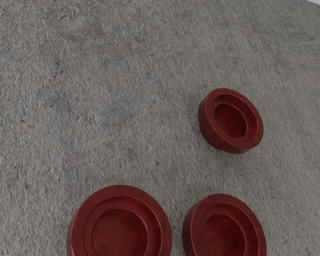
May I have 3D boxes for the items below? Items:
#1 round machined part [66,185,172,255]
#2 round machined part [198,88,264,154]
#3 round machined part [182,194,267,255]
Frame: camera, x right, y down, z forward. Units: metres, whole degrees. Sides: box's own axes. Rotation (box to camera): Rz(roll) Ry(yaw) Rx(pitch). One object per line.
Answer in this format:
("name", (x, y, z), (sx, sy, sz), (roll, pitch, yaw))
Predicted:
("round machined part", (-0.041, 0.109, 0.304), (0.099, 0.042, 0.098), (14, 56, -21))
("round machined part", (0.097, -0.006, 0.448), (0.099, 0.042, 0.098), (14, 56, -21))
("round machined part", (0.068, 0.128, 0.351), (0.099, 0.042, 0.098), (14, 56, -21))
